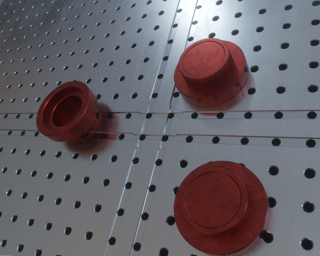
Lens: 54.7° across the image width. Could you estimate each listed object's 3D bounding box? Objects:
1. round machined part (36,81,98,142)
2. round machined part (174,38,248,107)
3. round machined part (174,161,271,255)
[{"bbox_3d":[-0.138,-0.021,0.481,0.098,0.042,0.098,-13,56,20],"label":"round machined part"},{"bbox_3d":[0.064,-0.080,0.412,0.098,0.042,0.098,-13,56,21],"label":"round machined part"},{"bbox_3d":[0.059,0.078,0.318,0.098,0.042,0.098,-13,56,20],"label":"round machined part"}]
